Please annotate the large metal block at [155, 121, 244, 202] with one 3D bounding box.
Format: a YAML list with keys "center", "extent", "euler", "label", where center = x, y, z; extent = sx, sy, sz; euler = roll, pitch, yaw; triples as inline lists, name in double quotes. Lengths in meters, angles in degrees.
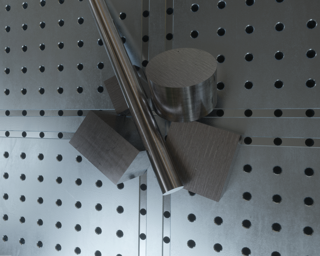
- center: [0.050, 0.034, 0.381]
  extent: [0.080, 0.050, 0.080]
  euler: [19, 96, 18]
  label: "large metal block"

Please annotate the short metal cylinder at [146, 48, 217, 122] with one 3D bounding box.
- center: [0.027, -0.052, 0.366]
  extent: [0.080, 0.080, 0.050]
  euler: [9, 137, 19]
  label: "short metal cylinder"

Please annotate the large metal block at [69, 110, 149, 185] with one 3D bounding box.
- center: [-0.054, 0.022, 0.401]
  extent: [0.080, 0.080, 0.050]
  euler: [39, 102, 15]
  label: "large metal block"

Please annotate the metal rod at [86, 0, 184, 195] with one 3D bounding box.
- center: [-0.040, -0.060, 0.394]
  extent: [0.025, 0.025, 0.299]
  euler: [-29, 69, 17]
  label: "metal rod"

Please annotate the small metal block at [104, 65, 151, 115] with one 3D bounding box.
- center: [-0.042, -0.051, 0.427]
  extent: [0.050, 0.025, 0.050]
  euler: [-25, 82, 18]
  label: "small metal block"
